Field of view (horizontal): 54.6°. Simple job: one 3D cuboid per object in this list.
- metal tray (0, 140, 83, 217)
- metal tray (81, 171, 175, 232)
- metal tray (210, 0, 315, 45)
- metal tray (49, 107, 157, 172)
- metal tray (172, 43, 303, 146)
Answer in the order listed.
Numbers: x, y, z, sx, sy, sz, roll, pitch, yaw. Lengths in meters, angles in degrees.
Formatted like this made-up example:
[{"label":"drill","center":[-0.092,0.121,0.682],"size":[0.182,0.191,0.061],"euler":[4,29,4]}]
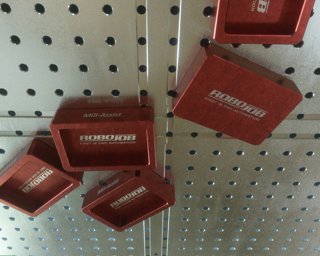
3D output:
[{"label":"metal tray","center":[-0.192,0.082,0.475],"size":[0.130,0.030,0.090],"euler":[-36,122,26]},{"label":"metal tray","center":[-0.051,0.117,0.506],"size":[0.130,0.030,0.090],"euler":[-34,123,25]},{"label":"metal tray","center":[0.100,-0.144,0.286],"size":[0.090,0.030,0.129],"euler":[1,130,-1]},{"label":"metal tray","center":[-0.072,0.018,0.422],"size":[0.131,0.030,0.090],"euler":[-2,130,1]},{"label":"metal tray","center":[0.091,-0.036,0.378],"size":[0.131,0.030,0.089],"euler":[20,127,-16]}]
